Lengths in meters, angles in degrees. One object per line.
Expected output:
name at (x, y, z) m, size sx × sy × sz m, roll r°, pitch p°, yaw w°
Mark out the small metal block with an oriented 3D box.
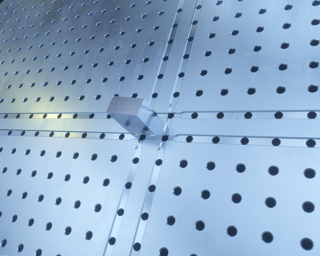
small metal block at (-0.035, -0.018, 0.420) m, size 0.050 × 0.050 × 0.025 m, roll 8°, pitch 66°, yaw 31°
